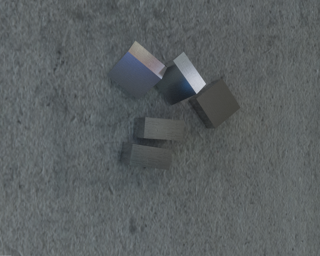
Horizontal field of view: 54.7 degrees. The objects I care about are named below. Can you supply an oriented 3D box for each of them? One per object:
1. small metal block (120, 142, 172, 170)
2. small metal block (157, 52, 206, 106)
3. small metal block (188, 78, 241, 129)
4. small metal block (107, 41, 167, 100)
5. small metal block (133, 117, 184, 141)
[{"bbox_3d":[-0.019,0.034,0.390,0.050,0.050,0.025,10,87,-20],"label":"small metal block"},{"bbox_3d":[0.022,-0.063,0.402,0.050,0.050,0.025,53,52,-13],"label":"small metal block"},{"bbox_3d":[0.077,-0.034,0.439,0.050,0.025,0.050,-38,103,-16],"label":"small metal block"},{"bbox_3d":[-0.029,-0.070,0.383,0.050,0.050,0.025,38,45,-17],"label":"small metal block"},{"bbox_3d":[-0.003,0.001,0.396,0.050,0.050,0.025,5,89,-20],"label":"small metal block"}]
